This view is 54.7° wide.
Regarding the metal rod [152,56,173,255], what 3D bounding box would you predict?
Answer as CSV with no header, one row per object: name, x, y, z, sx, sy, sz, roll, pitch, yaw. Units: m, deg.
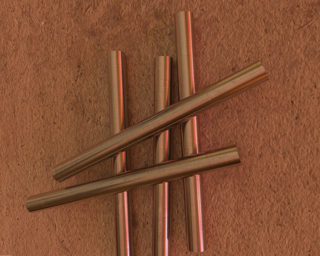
metal rod,0.003,0.057,0.407,0.025,0.025,0.298,1,90,20

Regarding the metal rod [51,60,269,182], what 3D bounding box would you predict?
metal rod,-0.014,0.000,0.385,0.300,0.025,0.025,-27,81,18

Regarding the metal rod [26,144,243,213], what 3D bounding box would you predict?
metal rod,-0.047,0.070,0.397,0.300,0.025,0.025,-16,85,19

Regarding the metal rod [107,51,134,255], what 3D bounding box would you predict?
metal rod,-0.054,0.045,0.428,0.025,0.025,0.298,-3,89,20

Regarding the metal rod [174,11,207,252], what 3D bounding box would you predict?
metal rod,0.039,0.004,0.395,0.025,0.025,0.298,-3,89,20
